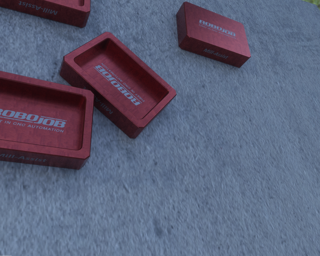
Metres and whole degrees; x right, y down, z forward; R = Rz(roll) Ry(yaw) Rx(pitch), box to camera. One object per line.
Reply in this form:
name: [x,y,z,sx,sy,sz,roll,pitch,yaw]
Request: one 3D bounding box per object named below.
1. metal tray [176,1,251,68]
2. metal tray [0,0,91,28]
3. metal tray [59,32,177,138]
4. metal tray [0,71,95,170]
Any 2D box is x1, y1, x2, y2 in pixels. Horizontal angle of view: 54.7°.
metal tray: [0.096,-0.167,0.556,0.131,0.030,0.090,12,57,-22]
metal tray: [-0.165,-0.198,0.432,0.131,0.030,0.090,8,58,-24]
metal tray: [-0.053,-0.059,0.409,0.130,0.030,0.090,42,51,0]
metal tray: [-0.140,-0.009,0.330,0.131,0.030,0.090,11,57,-23]
